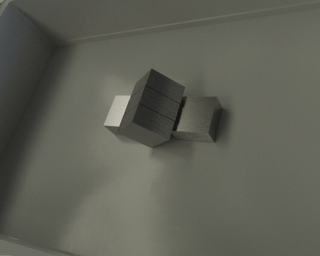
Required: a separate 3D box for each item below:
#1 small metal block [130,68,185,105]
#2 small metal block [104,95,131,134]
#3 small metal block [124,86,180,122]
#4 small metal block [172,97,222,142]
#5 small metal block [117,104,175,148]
[{"bbox_3d":[-0.004,-0.046,0.403,0.050,0.050,0.025,-28,41,59],"label":"small metal block"},{"bbox_3d":[-0.044,-0.018,0.436,0.050,0.025,0.050,4,64,29],"label":"small metal block"},{"bbox_3d":[-0.011,-0.023,0.393,0.050,0.050,0.025,-29,40,58],"label":"small metal block"},{"bbox_3d":[0.046,-0.011,0.386,0.050,0.025,0.050,3,63,29],"label":"small metal block"},{"bbox_3d":[-0.018,-0.001,0.384,0.050,0.050,0.025,-29,40,58],"label":"small metal block"}]
